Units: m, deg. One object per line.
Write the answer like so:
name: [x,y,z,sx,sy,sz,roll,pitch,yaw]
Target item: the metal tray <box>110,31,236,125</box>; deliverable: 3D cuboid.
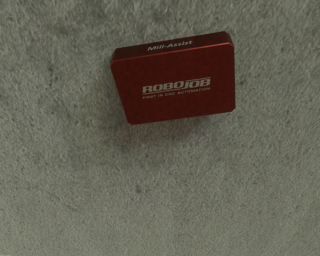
metal tray: [0.018,-0.054,0.358,0.131,0.030,0.090,-8,130,6]
